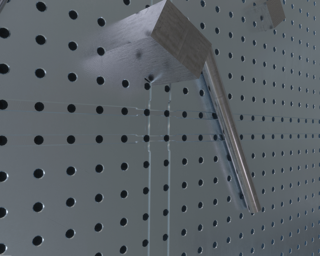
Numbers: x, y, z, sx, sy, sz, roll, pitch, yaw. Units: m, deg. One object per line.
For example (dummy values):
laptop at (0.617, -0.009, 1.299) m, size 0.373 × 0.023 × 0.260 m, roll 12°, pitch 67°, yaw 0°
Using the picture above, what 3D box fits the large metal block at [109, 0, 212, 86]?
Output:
large metal block at (0.001, -0.097, 0.374) m, size 0.080 × 0.080 × 0.050 m, roll 34°, pitch 69°, yaw -35°

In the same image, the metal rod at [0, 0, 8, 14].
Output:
metal rod at (-0.130, -0.180, 0.298) m, size 0.025 × 0.025 × 0.299 m, roll 32°, pitch 70°, yaw -36°

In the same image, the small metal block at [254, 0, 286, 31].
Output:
small metal block at (0.207, -0.218, 0.581) m, size 0.050 × 0.025 × 0.050 m, roll -42°, pitch 116°, yaw -32°

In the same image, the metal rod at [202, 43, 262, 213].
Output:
metal rod at (0.116, 0.010, 0.505) m, size 0.025 × 0.025 × 0.299 m, roll -34°, pitch 111°, yaw -35°
